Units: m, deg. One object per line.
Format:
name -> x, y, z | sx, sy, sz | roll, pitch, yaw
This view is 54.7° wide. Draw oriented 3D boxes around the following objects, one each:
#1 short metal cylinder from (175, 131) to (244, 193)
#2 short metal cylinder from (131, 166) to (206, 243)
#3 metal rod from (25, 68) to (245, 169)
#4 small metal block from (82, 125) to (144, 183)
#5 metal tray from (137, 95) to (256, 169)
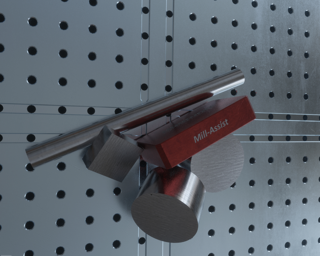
short metal cylinder -> 0.064, 0.040, 0.414 | 0.081, 0.050, 0.079 | -4, 100, -24
short metal cylinder -> 0.012, 0.092, 0.377 | 0.080, 0.080, 0.050 | 49, 34, -14
metal rod -> -0.017, -0.020, 0.402 | 0.302, 0.025, 0.025 | -23, 98, -19
small metal block -> -0.056, 0.032, 0.375 | 0.050, 0.025, 0.050 | 31, 96, -37
metal tray -> 0.042, 0.002, 0.390 | 0.131, 0.090, 0.030 | -28, 100, -18
